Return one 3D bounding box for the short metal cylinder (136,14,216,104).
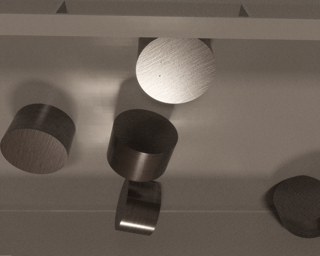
[{"bbox_3d":[0.016,-0.073,0.331,0.081,0.050,0.079,0,130,0],"label":"short metal cylinder"}]

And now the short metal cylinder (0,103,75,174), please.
[{"bbox_3d":[-0.156,0.015,0.403,0.081,0.050,0.079,0,130,0],"label":"short metal cylinder"}]

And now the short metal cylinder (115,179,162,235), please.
[{"bbox_3d":[-0.034,0.120,0.474,0.050,0.080,0.079,15,129,-12],"label":"short metal cylinder"}]

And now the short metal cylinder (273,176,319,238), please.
[{"bbox_3d":[0.223,0.122,0.480,0.080,0.080,0.050,-20,127,16],"label":"short metal cylinder"}]

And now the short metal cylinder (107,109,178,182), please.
[{"bbox_3d":[-0.023,0.021,0.390,0.081,0.080,0.050,11,129,-10],"label":"short metal cylinder"}]
